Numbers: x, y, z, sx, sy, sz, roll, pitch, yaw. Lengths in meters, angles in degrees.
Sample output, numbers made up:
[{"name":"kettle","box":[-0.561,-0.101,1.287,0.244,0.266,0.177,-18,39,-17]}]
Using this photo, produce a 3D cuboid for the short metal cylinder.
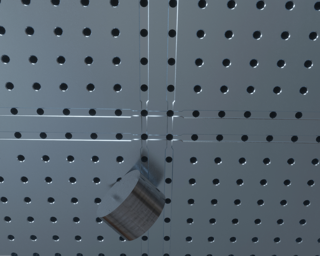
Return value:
[{"name":"short metal cylinder","box":[-0.039,0.104,0.422,0.080,0.080,0.050,-40,105,13]}]
